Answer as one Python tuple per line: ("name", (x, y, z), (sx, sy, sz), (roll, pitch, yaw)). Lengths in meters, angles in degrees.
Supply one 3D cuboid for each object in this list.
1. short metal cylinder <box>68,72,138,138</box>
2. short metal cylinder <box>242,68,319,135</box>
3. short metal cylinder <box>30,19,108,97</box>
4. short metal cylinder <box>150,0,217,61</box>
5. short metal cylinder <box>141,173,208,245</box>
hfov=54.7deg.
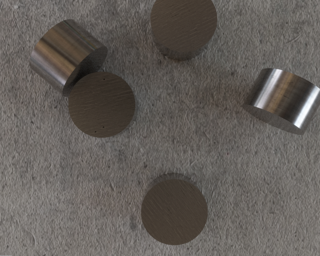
("short metal cylinder", (-0.070, -0.028, 0.397), (0.081, 0.050, 0.080), (0, 90, 0))
("short metal cylinder", (0.150, -0.032, 0.383), (0.080, 0.080, 0.050), (28, 90, 0))
("short metal cylinder", (-0.110, -0.085, 0.381), (0.050, 0.080, 0.080), (41, 90, 0))
("short metal cylinder", (0.029, -0.131, 0.397), (0.081, 0.050, 0.080), (0, 90, 0))
("short metal cylinder", (0.017, 0.101, 0.398), (0.081, 0.050, 0.080), (0, 90, 0))
